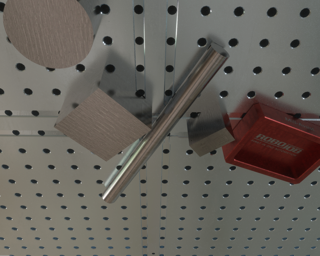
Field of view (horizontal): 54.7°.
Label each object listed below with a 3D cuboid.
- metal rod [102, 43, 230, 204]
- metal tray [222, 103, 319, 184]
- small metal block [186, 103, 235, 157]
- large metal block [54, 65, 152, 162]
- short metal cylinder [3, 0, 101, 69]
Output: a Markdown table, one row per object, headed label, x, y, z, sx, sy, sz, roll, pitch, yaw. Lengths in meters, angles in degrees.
| label | x | y | z | sx | sy | sz | roll | pitch | yaw |
| --- | --- | --- | --- | --- | --- | --- | --- | --- | --- |
| metal rod | -0.008 | 0.014 | 0.422 | 0.025 | 0.025 | 0.298 | 23 | 126 | -19 |
| metal tray | 0.165 | 0.026 | 0.433 | 0.131 | 0.030 | 0.089 | 18 | 128 | -16 |
| small metal block | 0.064 | 0.002 | 0.398 | 0.050 | 0.050 | 0.025 | -29 | 125 | 22 |
| large metal block | -0.067 | -0.016 | 0.381 | 0.080 | 0.050 | 0.080 | -35 | 122 | 26 |
| short metal cylinder | -0.102 | -0.106 | 0.304 | 0.081 | 0.050 | 0.079 | 0 | 130 | 0 |
